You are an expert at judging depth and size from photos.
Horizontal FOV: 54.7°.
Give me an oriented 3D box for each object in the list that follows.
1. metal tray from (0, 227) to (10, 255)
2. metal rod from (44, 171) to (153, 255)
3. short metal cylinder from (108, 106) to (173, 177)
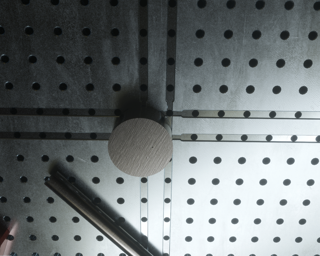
[{"bbox_3d":[-0.311,0.181,0.475,0.131,0.030,0.089,21,109,-8],"label":"metal tray"},{"bbox_3d":[-0.054,0.174,0.477,0.025,0.025,0.300,-40,106,13],"label":"metal rod"},{"bbox_3d":[-0.024,0.017,0.406,0.081,0.050,0.079,0,110,0],"label":"short metal cylinder"}]
